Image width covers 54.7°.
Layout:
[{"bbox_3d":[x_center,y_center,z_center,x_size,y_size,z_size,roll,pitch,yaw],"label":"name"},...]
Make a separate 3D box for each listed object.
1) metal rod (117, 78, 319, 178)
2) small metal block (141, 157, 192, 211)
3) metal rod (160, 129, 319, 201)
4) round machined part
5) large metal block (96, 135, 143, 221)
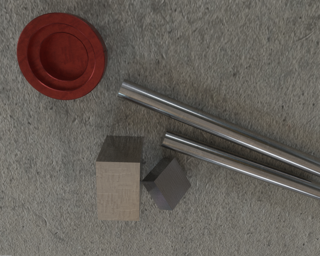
[{"bbox_3d":[0.090,0.004,0.412,0.302,0.025,0.025,21,109,-8],"label":"metal rod"},{"bbox_3d":[0.010,0.076,0.422,0.025,0.050,0.050,-11,116,46],"label":"small metal block"},{"bbox_3d":[0.146,0.062,0.434,0.302,0.025,0.025,19,109,-8],"label":"metal rod"},{"bbox_3d":[-0.111,-0.085,0.368,0.099,0.042,0.097,0,110,-1],"label":"round machined part"},{"bbox_3d":[-0.049,0.062,0.403,0.050,0.080,0.079,2,110,-1],"label":"large metal block"}]
